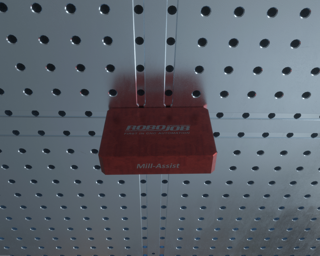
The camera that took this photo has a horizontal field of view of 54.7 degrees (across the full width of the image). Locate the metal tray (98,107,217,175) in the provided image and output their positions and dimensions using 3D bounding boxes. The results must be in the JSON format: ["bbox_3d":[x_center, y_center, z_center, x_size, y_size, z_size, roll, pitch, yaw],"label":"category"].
[{"bbox_3d":[-0.002,0.013,0.380,0.131,0.090,0.030,-1,130,0],"label":"metal tray"}]
